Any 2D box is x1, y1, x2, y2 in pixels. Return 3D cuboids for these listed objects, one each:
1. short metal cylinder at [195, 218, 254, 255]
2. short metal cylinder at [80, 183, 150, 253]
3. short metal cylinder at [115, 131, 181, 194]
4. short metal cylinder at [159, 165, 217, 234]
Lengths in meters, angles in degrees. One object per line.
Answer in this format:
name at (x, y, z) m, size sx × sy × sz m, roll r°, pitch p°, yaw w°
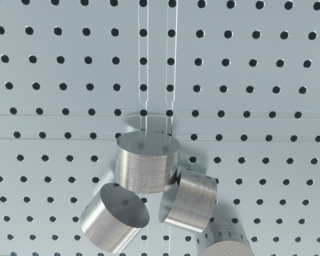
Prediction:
short metal cylinder at (0.096, 0.186, 0.469) m, size 0.081 × 0.050 × 0.079 m, roll 0°, pitch 110°, yaw 0°
short metal cylinder at (-0.062, 0.123, 0.429) m, size 0.080 × 0.080 × 0.050 m, roll 35°, pitch 106°, yaw -12°
short metal cylinder at (-0.016, 0.041, 0.399) m, size 0.081 × 0.080 × 0.050 m, roll 5°, pitch 110°, yaw -2°
short metal cylinder at (0.036, 0.096, 0.420) m, size 0.050 × 0.080 × 0.079 m, roll 21°, pitch 109°, yaw -8°
